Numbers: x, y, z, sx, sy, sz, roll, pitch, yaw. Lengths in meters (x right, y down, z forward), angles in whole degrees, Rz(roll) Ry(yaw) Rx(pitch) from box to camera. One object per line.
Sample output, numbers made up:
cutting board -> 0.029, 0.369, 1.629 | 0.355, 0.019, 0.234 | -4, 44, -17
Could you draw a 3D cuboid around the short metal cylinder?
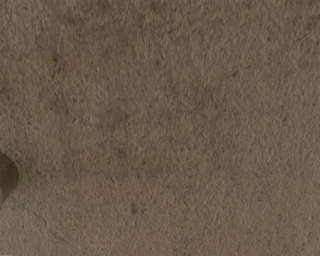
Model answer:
short metal cylinder -> -0.243, 0.074, 0.420 | 0.081, 0.050, 0.079 | 0, 110, -1
